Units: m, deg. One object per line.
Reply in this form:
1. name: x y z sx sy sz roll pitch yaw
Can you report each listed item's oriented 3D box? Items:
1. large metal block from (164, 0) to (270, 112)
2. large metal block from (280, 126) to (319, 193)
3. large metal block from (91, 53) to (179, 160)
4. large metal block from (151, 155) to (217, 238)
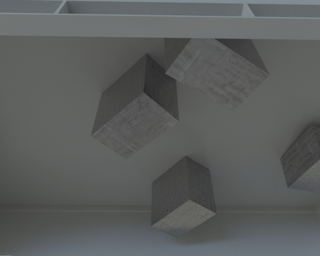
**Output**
1. large metal block: 0.052 -0.074 0.310 0.080 0.080 0.050 26 125 -21
2. large metal block: 0.228 0.047 0.427 0.081 0.050 0.079 10 139 -9
3. large metal block: -0.027 -0.025 0.351 0.080 0.080 0.050 -36 121 27
4. large metal block: 0.032 0.102 0.460 0.050 0.080 0.080 32 123 -24
